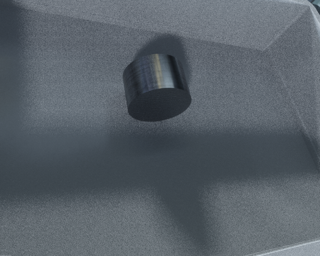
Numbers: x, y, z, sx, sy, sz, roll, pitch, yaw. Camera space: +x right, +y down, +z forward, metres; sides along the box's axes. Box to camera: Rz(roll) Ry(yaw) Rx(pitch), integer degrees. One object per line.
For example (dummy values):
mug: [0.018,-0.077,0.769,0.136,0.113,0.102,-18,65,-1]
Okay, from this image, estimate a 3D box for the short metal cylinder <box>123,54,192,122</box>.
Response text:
short metal cylinder: [-0.005,-0.049,0.397,0.081,0.080,0.050,2,61,-27]
